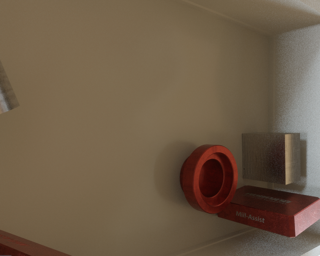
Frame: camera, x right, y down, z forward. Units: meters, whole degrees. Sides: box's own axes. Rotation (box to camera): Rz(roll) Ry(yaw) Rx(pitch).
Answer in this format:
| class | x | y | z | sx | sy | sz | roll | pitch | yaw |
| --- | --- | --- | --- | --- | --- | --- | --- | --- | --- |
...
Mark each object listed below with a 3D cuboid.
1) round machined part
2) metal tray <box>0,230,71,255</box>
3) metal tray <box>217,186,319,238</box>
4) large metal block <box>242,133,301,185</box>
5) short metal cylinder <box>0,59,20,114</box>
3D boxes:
| class | x | y | z | sx | sy | sz | roll | pitch | yaw |
| --- | --- | --- | --- | --- | --- | --- | --- | --- | --- |
| round machined part | 0.068 | 0.073 | 0.455 | 0.099 | 0.042 | 0.097 | 0 | 90 | -40 |
| metal tray | -0.125 | 0.128 | 0.229 | 0.030 | 0.130 | 0.090 | 27 | 68 | -53 |
| metal tray | 0.165 | 0.123 | 0.480 | 0.091 | 0.130 | 0.030 | -10 | 97 | -40 |
| large metal block | 0.191 | 0.049 | 0.534 | 0.050 | 0.080 | 0.079 | -2 | 92 | -40 |
| short metal cylinder | -0.159 | -0.027 | 0.238 | 0.081 | 0.080 | 0.050 | -28 | 108 | -37 |
